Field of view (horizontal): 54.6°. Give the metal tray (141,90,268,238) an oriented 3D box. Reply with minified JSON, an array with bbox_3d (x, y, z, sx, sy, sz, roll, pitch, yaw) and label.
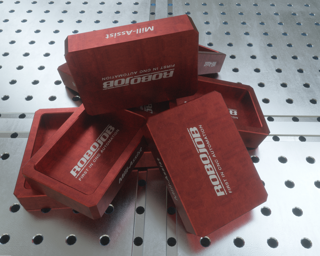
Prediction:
[{"bbox_3d":[0.047,0.036,0.331,0.091,0.030,0.130,-23,87,-18],"label":"metal tray"}]

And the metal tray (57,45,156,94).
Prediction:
[{"bbox_3d":[-0.077,-0.080,0.450,0.090,0.030,0.130,-38,44,-27],"label":"metal tray"}]

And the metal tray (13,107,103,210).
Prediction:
[{"bbox_3d":[-0.114,0.031,0.378,0.091,0.030,0.130,-3,49,-3],"label":"metal tray"}]

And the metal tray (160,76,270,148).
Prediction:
[{"bbox_3d":[0.068,-0.025,0.402,0.131,0.030,0.090,8,48,-16],"label":"metal tray"}]

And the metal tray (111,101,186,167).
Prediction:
[{"bbox_3d":[-0.017,-0.010,0.412,0.091,0.030,0.130,-2,48,-4],"label":"metal tray"}]

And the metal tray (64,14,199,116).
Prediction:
[{"bbox_3d":[-0.026,-0.065,0.336,0.131,0.090,0.030,-12,51,-4],"label":"metal tray"}]

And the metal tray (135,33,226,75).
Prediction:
[{"bbox_3d":[0.033,-0.109,0.452,0.090,0.030,0.131,27,22,21],"label":"metal tray"}]

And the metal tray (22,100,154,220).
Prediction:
[{"bbox_3d":[-0.072,0.024,0.345,0.090,0.030,0.130,21,53,17],"label":"metal tray"}]
